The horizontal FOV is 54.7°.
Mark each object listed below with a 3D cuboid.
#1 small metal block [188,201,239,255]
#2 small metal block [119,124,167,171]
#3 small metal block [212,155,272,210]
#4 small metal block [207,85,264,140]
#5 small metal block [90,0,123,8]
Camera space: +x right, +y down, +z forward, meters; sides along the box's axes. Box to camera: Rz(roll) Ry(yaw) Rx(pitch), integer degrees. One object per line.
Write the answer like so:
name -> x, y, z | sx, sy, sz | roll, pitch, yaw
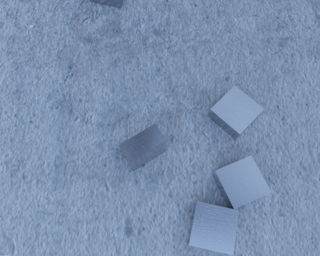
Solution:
small metal block -> 0.063, 0.118, 0.366 | 0.050, 0.025, 0.050 | 12, 70, 4
small metal block -> -0.020, 0.026, 0.385 | 0.050, 0.050, 0.025 | -31, 73, -11
small metal block -> 0.100, 0.069, 0.384 | 0.050, 0.025, 0.050 | -22, 72, -8
small metal block -> 0.101, -0.021, 0.417 | 0.050, 0.025, 0.050 | 43, 75, 13
small metal block -> -0.084, -0.215, 0.472 | 0.050, 0.050, 0.025 | 14, 71, 4
